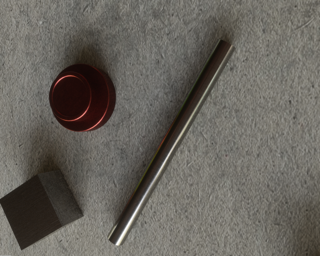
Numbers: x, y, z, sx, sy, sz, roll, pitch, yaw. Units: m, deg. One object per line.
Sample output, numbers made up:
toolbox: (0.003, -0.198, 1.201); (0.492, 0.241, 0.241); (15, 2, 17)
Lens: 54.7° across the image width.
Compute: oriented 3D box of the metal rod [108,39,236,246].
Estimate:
metal rod: (0.010, 0.026, 0.404); (0.025, 0.025, 0.299); (32, 100, 17)

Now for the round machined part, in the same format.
round machined part: (-0.116, -0.043, 0.440); (0.098, 0.042, 0.097); (0, 90, 19)

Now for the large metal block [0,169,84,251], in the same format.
large metal block: (-0.174, 0.118, 0.455); (0.080, 0.050, 0.080); (-33, 80, 17)
